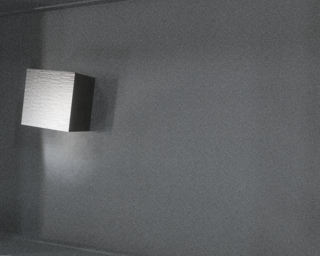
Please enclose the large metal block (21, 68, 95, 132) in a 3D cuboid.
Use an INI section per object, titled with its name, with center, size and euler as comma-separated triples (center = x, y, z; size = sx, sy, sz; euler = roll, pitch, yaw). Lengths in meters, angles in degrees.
[large metal block]
center = -0.146, -0.040, 0.449
size = 0.080, 0.050, 0.079
euler = 8, 93, 19
